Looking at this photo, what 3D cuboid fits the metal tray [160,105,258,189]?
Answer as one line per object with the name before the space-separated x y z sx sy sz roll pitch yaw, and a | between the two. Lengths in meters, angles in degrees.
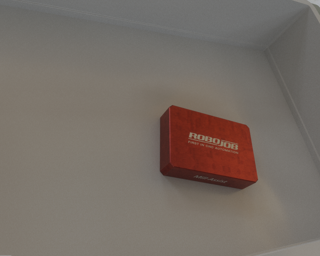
metal tray | 0.065 0.027 0.420 0.131 0.030 0.090 13 56 -21
